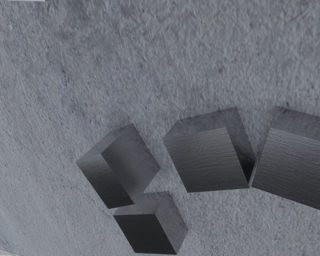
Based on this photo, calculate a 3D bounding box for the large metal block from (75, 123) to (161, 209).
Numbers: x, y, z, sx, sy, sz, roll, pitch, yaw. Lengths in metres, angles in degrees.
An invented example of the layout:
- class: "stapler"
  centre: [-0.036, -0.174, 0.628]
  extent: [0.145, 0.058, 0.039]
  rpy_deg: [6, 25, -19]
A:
- class: "large metal block"
  centre: [-0.055, 0.052, 0.431]
  extent: [0.050, 0.080, 0.080]
  rpy_deg: [-20, 108, 35]

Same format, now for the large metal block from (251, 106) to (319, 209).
- class: "large metal block"
  centre: [0.151, 0.032, 0.330]
  extent: [0.080, 0.050, 0.079]
  rpy_deg: [17, 125, 17]

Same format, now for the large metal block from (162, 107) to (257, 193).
- class: "large metal block"
  centre: [0.062, 0.028, 0.375]
  extent: [0.080, 0.050, 0.080]
  rpy_deg: [-13, 112, 33]

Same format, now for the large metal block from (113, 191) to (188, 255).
- class: "large metal block"
  centre: [-0.013, 0.150, 0.489]
  extent: [0.080, 0.050, 0.080]
  rpy_deg: [-13, 112, 33]
